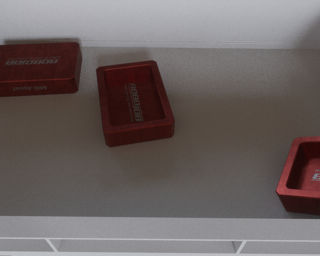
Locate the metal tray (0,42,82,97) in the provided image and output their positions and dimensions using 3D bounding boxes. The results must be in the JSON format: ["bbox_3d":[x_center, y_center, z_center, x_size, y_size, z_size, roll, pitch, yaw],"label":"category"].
[{"bbox_3d":[-0.191,-0.092,0.476,0.131,0.030,0.090,-3,50,-3],"label":"metal tray"}]

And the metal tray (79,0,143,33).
[{"bbox_3d":[-0.090,-0.238,0.602,0.090,0.030,0.130,9,50,7],"label":"metal tray"}]

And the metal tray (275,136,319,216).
[{"bbox_3d":[0.198,0.048,0.319,0.130,0.030,0.090,-5,39,43],"label":"metal tray"}]

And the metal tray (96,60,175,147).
[{"bbox_3d":[-0.038,-0.039,0.433,0.091,0.030,0.130,-9,51,-8],"label":"metal tray"}]
